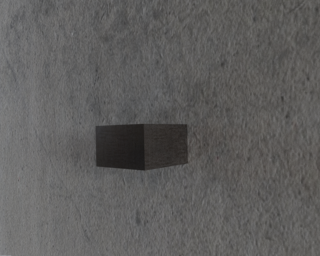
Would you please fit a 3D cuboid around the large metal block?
[{"bbox_3d":[-0.022,0.021,0.385,0.080,0.081,0.050,-2,89,39],"label":"large metal block"}]
